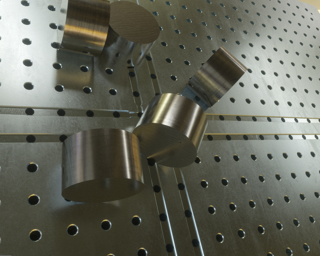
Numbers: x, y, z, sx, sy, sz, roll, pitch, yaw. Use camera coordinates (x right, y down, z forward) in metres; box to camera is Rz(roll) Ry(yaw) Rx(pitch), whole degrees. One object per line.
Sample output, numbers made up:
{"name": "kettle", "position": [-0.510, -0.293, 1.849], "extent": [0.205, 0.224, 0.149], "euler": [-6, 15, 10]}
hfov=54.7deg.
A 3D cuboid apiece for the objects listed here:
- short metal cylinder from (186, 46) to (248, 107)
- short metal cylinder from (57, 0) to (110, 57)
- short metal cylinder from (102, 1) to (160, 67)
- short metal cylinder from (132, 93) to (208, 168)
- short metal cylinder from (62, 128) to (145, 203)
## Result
{"name": "short metal cylinder", "position": [0.085, -0.077, 0.468], "extent": [0.050, 0.080, 0.080], "euler": [43, 51, 1]}
{"name": "short metal cylinder", "position": [-0.101, -0.137, 0.403], "extent": [0.050, 0.080, 0.080], "euler": [6, 59, -26]}
{"name": "short metal cylinder", "position": [-0.047, -0.137, 0.452], "extent": [0.081, 0.050, 0.080], "euler": [14, 56, -21]}
{"name": "short metal cylinder", "position": [0.013, 0.004, 0.379], "extent": [0.080, 0.080, 0.050], "euler": [32, 52, -8]}
{"name": "short metal cylinder", "position": [-0.059, 0.041, 0.317], "extent": [0.081, 0.080, 0.050], "euler": [5, 60, -26]}
